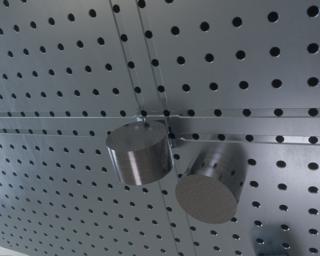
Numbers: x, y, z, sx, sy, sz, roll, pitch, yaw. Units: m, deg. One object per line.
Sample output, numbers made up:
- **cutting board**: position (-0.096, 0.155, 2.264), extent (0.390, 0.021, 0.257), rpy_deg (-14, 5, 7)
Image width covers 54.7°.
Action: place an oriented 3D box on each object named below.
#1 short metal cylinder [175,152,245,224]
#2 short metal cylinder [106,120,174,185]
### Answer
- **short metal cylinder**: position (0.067, 0.079, 0.409), extent (0.080, 0.050, 0.079), rpy_deg (13, 124, 21)
- **short metal cylinder**: position (-0.026, 0.031, 0.408), extent (0.080, 0.080, 0.050), rpy_deg (3, 120, 26)
